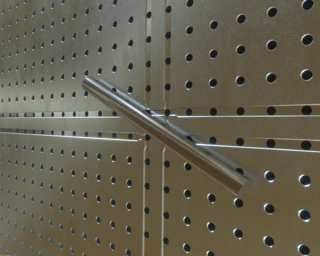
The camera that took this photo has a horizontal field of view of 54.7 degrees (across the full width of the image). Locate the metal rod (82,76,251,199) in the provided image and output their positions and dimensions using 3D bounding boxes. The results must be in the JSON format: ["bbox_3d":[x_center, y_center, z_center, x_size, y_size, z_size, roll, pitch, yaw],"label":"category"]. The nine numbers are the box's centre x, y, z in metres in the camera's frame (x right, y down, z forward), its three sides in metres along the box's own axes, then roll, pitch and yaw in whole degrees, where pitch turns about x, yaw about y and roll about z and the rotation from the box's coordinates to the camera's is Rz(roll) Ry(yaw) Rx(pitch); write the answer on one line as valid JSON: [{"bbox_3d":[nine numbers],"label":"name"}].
[{"bbox_3d":[-0.012,-0.003,0.418,0.300,0.025,0.025,34,111,34],"label":"metal rod"}]
